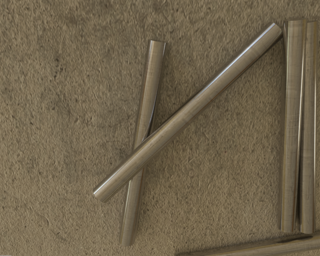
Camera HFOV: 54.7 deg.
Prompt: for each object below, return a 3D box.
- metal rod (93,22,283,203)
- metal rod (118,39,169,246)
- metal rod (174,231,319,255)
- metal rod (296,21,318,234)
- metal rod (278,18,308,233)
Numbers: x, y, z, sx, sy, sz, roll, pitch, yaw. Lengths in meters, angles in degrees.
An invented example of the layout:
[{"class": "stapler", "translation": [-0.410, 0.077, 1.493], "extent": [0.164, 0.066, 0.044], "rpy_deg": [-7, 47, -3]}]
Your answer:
[{"class": "metal rod", "translation": [0.030, -0.015, 0.385], "extent": [0.300, 0.025, 0.025], "rpy_deg": [-43, 105, 7]}, {"class": "metal rod", "translation": [-0.026, 0.034, 0.421], "extent": [0.025, 0.025, 0.298], "rpy_deg": [9, 110, -3]}, {"class": "metal rod", "translation": [0.173, 0.185, 0.479], "extent": [0.302, 0.025, 0.025], "rpy_deg": [-11, 110, 4]}, {"class": "metal rod", "translation": [0.196, 0.013, 0.416], "extent": [0.025, 0.025, 0.298], "rpy_deg": [-9, 110, 3]}, {"class": "metal rod", "translation": [0.171, 0.013, 0.406], "extent": [0.025, 0.025, 0.298], "rpy_deg": [-7, 114, 2]}]
